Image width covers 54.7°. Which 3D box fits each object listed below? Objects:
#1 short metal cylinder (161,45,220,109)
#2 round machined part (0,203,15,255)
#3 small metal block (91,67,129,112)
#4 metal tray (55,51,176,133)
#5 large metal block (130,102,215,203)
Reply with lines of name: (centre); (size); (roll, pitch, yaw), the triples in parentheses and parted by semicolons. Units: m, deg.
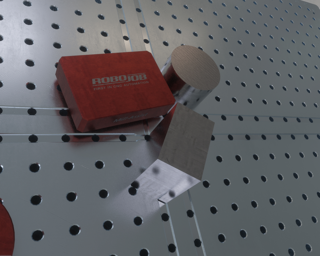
short metal cylinder: (0.041, -0.075, 0.460); (0.081, 0.050, 0.080); (14, 56, -21)
round machined part: (-0.171, 0.098, 0.245); (0.099, 0.042, 0.098); (14, 56, -21)
small metal block: (-0.060, -0.047, 0.405); (0.050, 0.025, 0.050); (-28, 77, -37)
metal tray: (-0.054, -0.052, 0.398); (0.131, 0.030, 0.090); (-14, 69, -34)
large metal block: (0.014, 0.031, 0.362); (0.050, 0.080, 0.080); (29, 52, -11)
